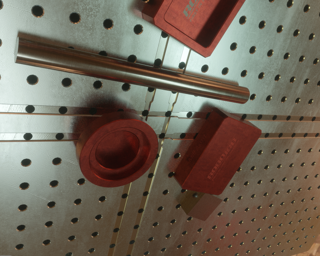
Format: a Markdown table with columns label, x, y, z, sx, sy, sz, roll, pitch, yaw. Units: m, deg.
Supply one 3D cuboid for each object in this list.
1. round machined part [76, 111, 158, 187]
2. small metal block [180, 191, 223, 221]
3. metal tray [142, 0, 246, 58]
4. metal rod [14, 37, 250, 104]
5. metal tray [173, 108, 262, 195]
| label | x | y | z | sx | sy | sz | roll | pitch | yaw |
| --- | --- | --- | --- | --- | --- | --- | --- | --- | --- |
| round machined part | -0.055 | 0.022 | 0.385 | 0.099 | 0.042 | 0.097 | -14 | 125 | -21 |
| small metal block | 0.071 | 0.128 | 0.532 | 0.050 | 0.025 | 0.050 | 31 | 101 | -38 |
| metal tray | 0.051 | -0.155 | 0.341 | 0.091 | 0.030 | 0.129 | 22 | 106 | -37 |
| metal rod | -0.007 | -0.060 | 0.371 | 0.302 | 0.025 | 0.025 | 6 | 116 | -32 |
| metal tray | 0.090 | 0.041 | 0.485 | 0.091 | 0.030 | 0.129 | 18 | 109 | -36 |
